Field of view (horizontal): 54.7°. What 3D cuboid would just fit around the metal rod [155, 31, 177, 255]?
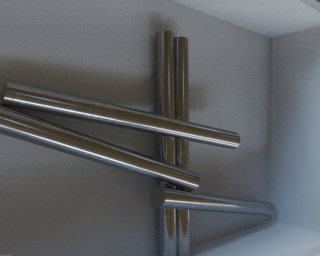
[{"bbox_3d":[0.008,0.024,0.412,0.025,0.025,0.298,-2,91,-40],"label":"metal rod"}]

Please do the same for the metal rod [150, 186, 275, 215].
[{"bbox_3d":[0.100,0.115,0.469,0.302,0.025,0.025,19,78,-44],"label":"metal rod"}]

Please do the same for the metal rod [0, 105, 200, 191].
[{"bbox_3d":[-0.073,0.022,0.328,0.302,0.025,0.025,23,76,-32],"label":"metal rod"}]

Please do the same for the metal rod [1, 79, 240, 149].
[{"bbox_3d":[-0.018,-0.007,0.366,0.302,0.025,0.025,12,83,-32],"label":"metal rod"}]

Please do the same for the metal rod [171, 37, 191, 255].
[{"bbox_3d":[0.028,0.027,0.428,0.025,0.025,0.298,-1,91,-40],"label":"metal rod"}]
